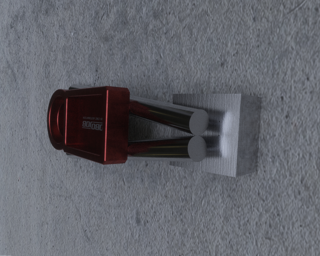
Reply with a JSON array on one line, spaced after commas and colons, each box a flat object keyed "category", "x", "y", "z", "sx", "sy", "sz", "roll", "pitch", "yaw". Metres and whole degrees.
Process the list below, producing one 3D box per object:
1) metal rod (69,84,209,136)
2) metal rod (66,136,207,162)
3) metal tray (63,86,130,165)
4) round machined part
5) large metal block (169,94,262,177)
[{"category": "metal rod", "x": -0.053, "y": -0.033, "z": 0.406, "sx": 0.300, "sy": 0.025, "sz": 0.025, "roll": 18, "pitch": 101, "yaw": 51}, {"category": "metal rod", "x": -0.056, "y": 0.029, "z": 0.409, "sx": 0.299, "sy": 0.025, "sz": 0.025, "roll": -6, "pitch": 86, "yaw": 52}, {"category": "metal tray", "x": -0.088, "y": -0.006, "z": 0.406, "sx": 0.130, "sy": 0.030, "sz": 0.089, "roll": 5, "pitch": 93, "yaw": 52}, {"category": "round machined part", "x": -0.146, "y": -0.013, "z": 0.505, "sx": 0.098, "sy": 0.042, "sz": 0.097, "roll": -1, "pitch": 89, "yaw": 50}, {"category": "large metal block", "x": 0.059, "y": 0.004, "z": 0.338, "sx": 0.080, "sy": 0.050, "sz": 0.079, "roll": 5, "pitch": 93, "yaw": 39}]
